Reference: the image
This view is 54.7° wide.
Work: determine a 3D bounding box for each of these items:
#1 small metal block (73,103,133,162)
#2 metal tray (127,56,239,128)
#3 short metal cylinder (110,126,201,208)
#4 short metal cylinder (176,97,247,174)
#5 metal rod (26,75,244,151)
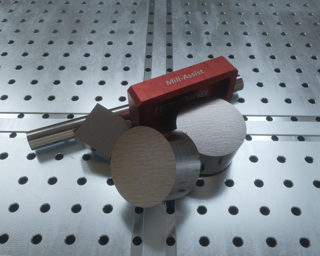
[{"bbox_3d":[-0.069,0.006,0.381,0.050,0.025,0.050,32,71,1],"label":"small metal block"},{"bbox_3d":[0.028,-0.029,0.385,0.131,0.089,0.030,-21,53,-17],"label":"metal tray"},{"bbox_3d":[-0.005,0.039,0.326,0.080,0.080,0.050,40,19,28],"label":"short metal cylinder"},{"bbox_3d":[0.057,0.009,0.373,0.081,0.050,0.080,2,58,-4],"label":"short metal cylinder"},{"bbox_3d":[-0.023,-0.026,0.424,0.302,0.025,0.025,-17,52,-14],"label":"metal rod"}]
